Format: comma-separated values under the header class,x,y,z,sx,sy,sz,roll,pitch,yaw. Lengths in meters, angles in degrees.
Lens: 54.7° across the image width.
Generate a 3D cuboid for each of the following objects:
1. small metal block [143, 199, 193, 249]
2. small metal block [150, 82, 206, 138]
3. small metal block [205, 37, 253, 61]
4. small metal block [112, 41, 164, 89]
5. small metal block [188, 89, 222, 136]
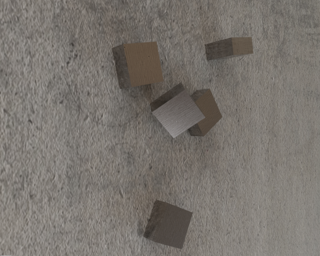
class,x,y,z,sx,sy,sz,roll,pitch,yaw
small metal block,0.012,0.129,0.414,0.050,0.025,0.050,31,71,-36
small metal block,0.023,-0.023,0.406,0.050,0.025,0.050,-34,119,11
small metal block,0.107,-0.122,0.477,0.050,0.050,0.025,-15,100,-39
small metal block,-0.027,-0.078,0.382,0.050,0.025,0.050,-17,101,-39
small metal block,0.059,-0.023,0.454,0.050,0.025,0.050,-43,116,-32
